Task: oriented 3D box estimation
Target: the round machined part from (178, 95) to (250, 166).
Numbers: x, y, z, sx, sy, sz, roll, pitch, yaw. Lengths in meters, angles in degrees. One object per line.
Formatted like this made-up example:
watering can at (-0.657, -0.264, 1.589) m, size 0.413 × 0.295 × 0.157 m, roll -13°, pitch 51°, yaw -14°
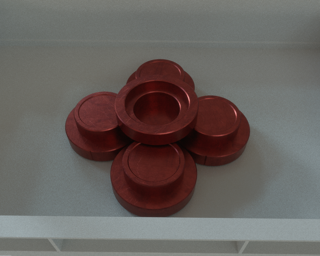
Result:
round machined part at (0.065, -0.004, 0.394) m, size 0.099 × 0.042 × 0.098 m, roll 0°, pitch 50°, yaw 0°

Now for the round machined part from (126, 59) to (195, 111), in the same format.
round machined part at (0.000, -0.061, 0.441) m, size 0.099 × 0.042 × 0.098 m, roll 0°, pitch 50°, yaw 0°

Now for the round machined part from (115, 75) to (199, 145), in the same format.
round machined part at (-0.003, -0.017, 0.379) m, size 0.099 × 0.042 × 0.098 m, roll 0°, pitch 50°, yaw 0°

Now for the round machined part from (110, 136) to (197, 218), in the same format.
round machined part at (-0.007, 0.048, 0.351) m, size 0.099 × 0.042 × 0.098 m, roll 1°, pitch 48°, yaw -1°

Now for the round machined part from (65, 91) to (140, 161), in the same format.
round machined part at (-0.072, -0.009, 0.398) m, size 0.099 × 0.042 × 0.098 m, roll 0°, pitch 50°, yaw 0°
